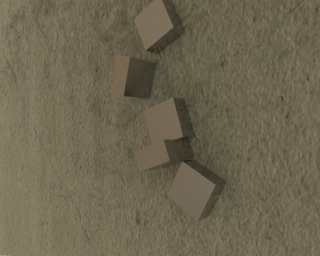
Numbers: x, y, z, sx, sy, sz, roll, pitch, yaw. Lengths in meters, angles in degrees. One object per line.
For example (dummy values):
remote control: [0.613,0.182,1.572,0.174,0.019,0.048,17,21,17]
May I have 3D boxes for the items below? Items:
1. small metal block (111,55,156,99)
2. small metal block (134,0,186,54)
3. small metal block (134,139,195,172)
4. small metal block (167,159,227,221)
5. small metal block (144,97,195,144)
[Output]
small metal block: [-0.035,-0.067,0.415,0.025,0.050,0.050,17,101,38]
small metal block: [-0.001,-0.134,0.404,0.050,0.025,0.050,-31,71,35]
small metal block: [0.005,0.033,0.382,0.050,0.050,0.025,-26,74,37]
small metal block: [0.043,0.073,0.368,0.050,0.025,0.050,34,111,34]
small metal block: [0.011,-0.006,0.394,0.050,0.025,0.050,-22,76,37]
